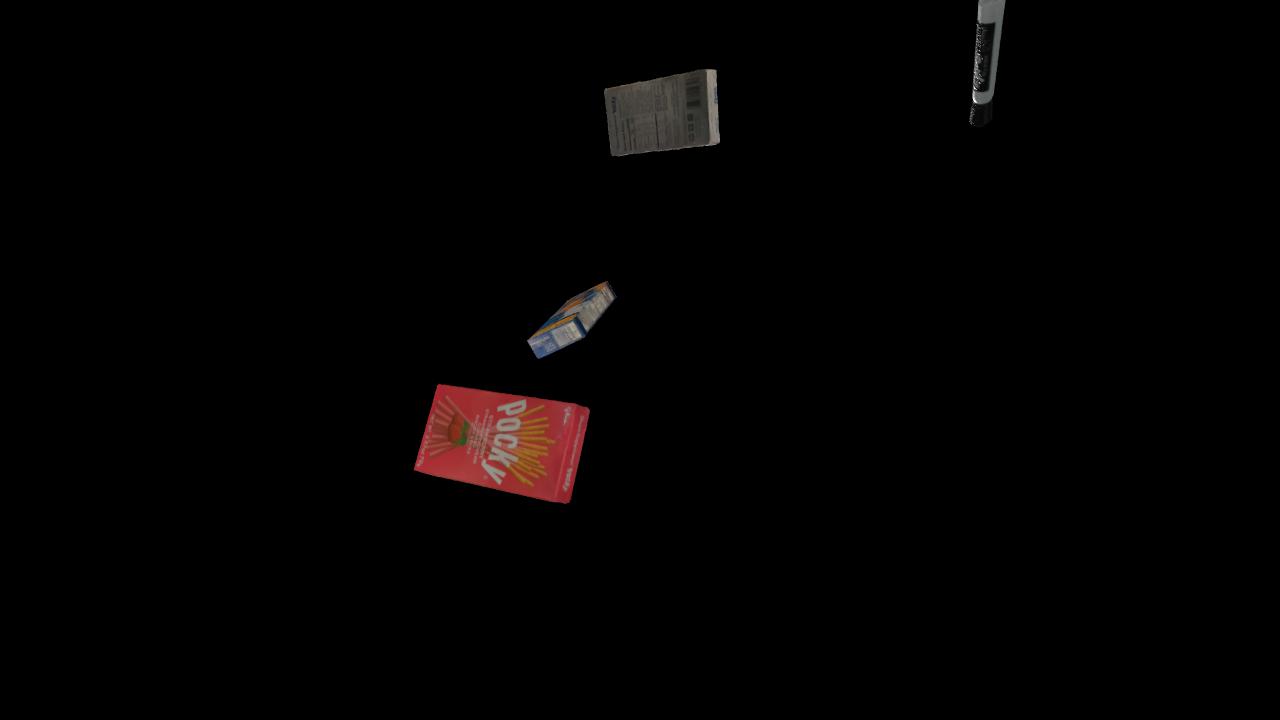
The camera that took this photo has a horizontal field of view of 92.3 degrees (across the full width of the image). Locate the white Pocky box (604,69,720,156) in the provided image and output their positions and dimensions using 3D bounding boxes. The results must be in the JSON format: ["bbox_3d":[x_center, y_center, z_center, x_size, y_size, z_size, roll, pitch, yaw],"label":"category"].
[{"bbox_3d":[0.025,-0.299,0.753,0.154,0.084,0.028,8,22,37],"label":"white Pocky box"}]

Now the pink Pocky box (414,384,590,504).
[{"bbox_3d":[-0.124,0.071,0.544,0.155,0.084,0.029,6,-13,24],"label":"pink Pocky box"}]

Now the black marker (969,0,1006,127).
[{"bbox_3d":[0.295,-0.250,0.525,0.020,0.020,0.121,0,-31,24],"label":"black marker"}]

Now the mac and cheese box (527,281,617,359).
[{"bbox_3d":[-0.107,-0.069,1.011,0.093,0.041,0.184,-25,17,23],"label":"mac and cheese box"}]
